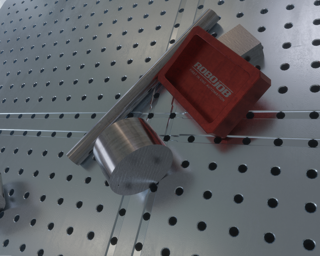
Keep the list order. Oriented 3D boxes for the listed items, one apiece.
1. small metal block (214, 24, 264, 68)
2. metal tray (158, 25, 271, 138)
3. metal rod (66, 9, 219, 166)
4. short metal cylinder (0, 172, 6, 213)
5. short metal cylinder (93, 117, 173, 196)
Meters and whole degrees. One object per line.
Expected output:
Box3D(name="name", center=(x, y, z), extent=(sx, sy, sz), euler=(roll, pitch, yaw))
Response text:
Box3D(name="small metal block", center=(0.103, -0.106, 0.419), extent=(0.050, 0.025, 0.050), euler=(-34, 51, 6))
Box3D(name="metal tray", center=(0.061, -0.061, 0.391), extent=(0.090, 0.030, 0.130), euler=(-52, 49, 17))
Box3D(name="metal rod", center=(-0.023, -0.063, 0.458), extent=(0.300, 0.025, 0.025), euler=(-47, 51, -5))
Box3D(name="short metal cylinder", center=(-0.276, 0.098, 0.457), extent=(0.080, 0.080, 0.050), euler=(-36, 51, 4))
Box3D(name="short metal cylinder", center=(-0.032, 0.034, 0.369), extent=(0.080, 0.080, 0.050), euler=(-40, 51, 1))
